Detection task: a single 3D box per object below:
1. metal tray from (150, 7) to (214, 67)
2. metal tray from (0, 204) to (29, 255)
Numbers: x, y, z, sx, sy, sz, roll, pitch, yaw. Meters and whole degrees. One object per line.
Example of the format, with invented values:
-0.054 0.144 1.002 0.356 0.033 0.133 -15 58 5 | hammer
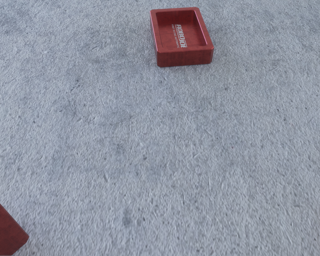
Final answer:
0.033 -0.160 0.534 0.091 0.030 0.130 -5 50 -5 | metal tray
-0.188 0.116 0.261 0.030 0.090 0.131 34 58 25 | metal tray
